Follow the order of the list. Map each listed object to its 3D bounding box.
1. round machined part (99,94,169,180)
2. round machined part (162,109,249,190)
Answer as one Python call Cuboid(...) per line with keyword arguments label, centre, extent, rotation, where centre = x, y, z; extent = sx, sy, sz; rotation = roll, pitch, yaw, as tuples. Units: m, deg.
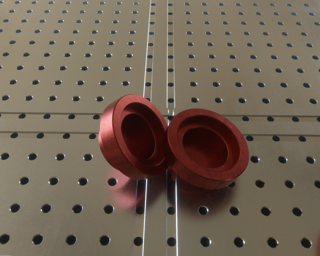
Cuboid(label="round machined part", centre=(-0.032, 0.013, 0.362), extent=(0.042, 0.098, 0.098), rotation=(-24, 40, 34))
Cuboid(label="round machined part", centre=(0.050, 0.028, 0.363), extent=(0.099, 0.042, 0.098), rotation=(11, 51, -13))
